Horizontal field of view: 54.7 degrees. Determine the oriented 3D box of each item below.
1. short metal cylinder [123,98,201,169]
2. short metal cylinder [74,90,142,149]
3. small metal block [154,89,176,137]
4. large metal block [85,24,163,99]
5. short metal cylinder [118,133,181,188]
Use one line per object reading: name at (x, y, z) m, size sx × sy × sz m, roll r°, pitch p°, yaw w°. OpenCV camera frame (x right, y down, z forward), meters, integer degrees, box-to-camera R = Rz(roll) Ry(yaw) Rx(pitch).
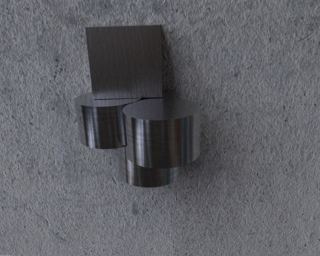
short metal cylinder at (0.003, 0.002, 0.330) m, size 0.080 × 0.080 × 0.050 m, roll -2°, pitch 110°, yaw 0°
short metal cylinder at (-0.059, -0.013, 0.377) m, size 0.080 × 0.080 × 0.050 m, roll -2°, pitch 110°, yaw 0°
small metal block at (0.006, -0.020, 0.393) m, size 0.025 × 0.050 × 0.050 m, roll 1°, pitch 110°, yaw -1°
large metal block at (-0.039, -0.080, 0.368) m, size 0.080 × 0.050 × 0.079 m, roll -2°, pitch 110°, yaw 0°
short metal cylinder at (-0.013, 0.033, 0.394) m, size 0.081 × 0.080 × 0.050 m, roll 0°, pitch 110°, yaw 0°
